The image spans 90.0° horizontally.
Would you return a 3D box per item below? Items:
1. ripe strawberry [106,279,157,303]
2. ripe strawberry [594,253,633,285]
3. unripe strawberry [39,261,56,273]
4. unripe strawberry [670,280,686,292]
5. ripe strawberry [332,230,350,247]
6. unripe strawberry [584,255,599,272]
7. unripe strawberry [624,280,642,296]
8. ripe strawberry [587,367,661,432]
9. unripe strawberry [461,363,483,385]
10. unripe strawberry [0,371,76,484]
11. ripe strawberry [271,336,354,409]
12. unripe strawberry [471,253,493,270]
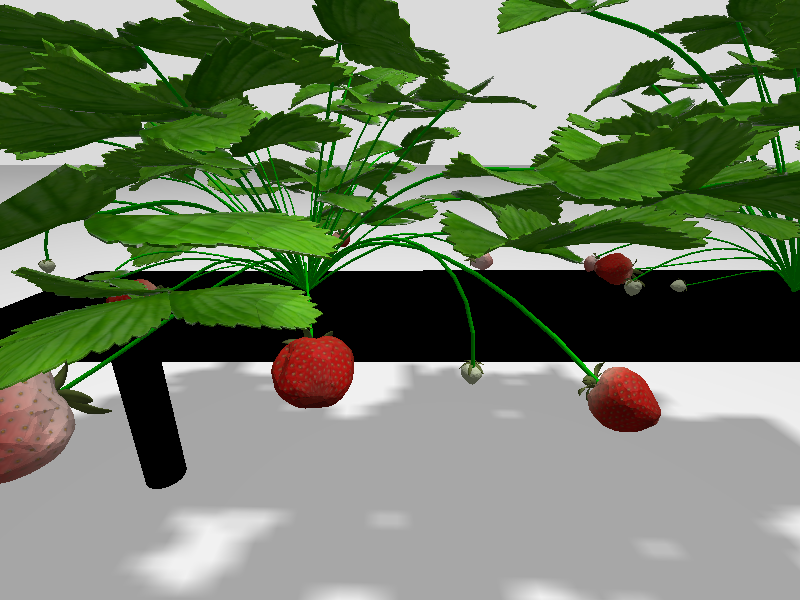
[{"bbox_3d":[-0.192,0.003,0.289,0.033,0.035,0.031,-16,26,-34],"label":"ripe strawberry"},{"bbox_3d":[0.203,-0.030,0.384,0.031,0.030,0.034,2,21,7],"label":"ripe strawberry"},{"bbox_3d":[-0.320,-0.030,0.364,0.011,0.011,0.011,0,21,0],"label":"unripe strawberry"},{"bbox_3d":[0.255,-0.013,0.367,0.012,0.010,0.012,-1,21,-1],"label":"unripe strawberry"},{"bbox_3d":[-0.078,-0.080,0.533,0.025,0.021,0.025,1,-28,2],"label":"ripe strawberry"},{"bbox_3d":[0.204,-0.038,0.427,0.017,0.017,0.019,38,29,6],"label":"unripe strawberry"},{"bbox_3d":[0.208,-0.011,0.358,0.014,0.014,0.013,6,20,-7],"label":"unripe strawberry"},{"bbox_3d":[0.105,0.047,0.186,0.027,0.029,0.029,-19,42,-41],"label":"ripe strawberry"},{"bbox_3d":[0.037,0.038,0.207,0.011,0.011,0.011,-14,25,-33],"label":"unripe strawberry"},{"bbox_3d":[-0.156,0.048,0.152,0.042,0.048,0.046,6,22,16],"label":"unripe strawberry"},{"bbox_3d":[-0.042,0.037,0.196,0.041,0.036,0.037,-5,27,-13],"label":"ripe strawberry"},{"bbox_3d":[0.089,-0.044,0.433,0.025,0.022,0.025,10,15,-26],"label":"unripe strawberry"}]
